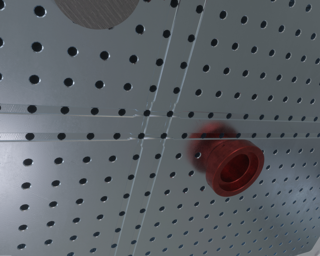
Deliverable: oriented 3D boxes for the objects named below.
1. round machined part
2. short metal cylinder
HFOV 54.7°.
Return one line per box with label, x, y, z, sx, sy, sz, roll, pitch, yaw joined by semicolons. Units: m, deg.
round machined part;0.116;0.060;0.501;0.099;0.042;0.097;-14;124;-21
short metal cylinder;-0.062;-0.135;0.278;0.081;0.050;0.079;-14;124;-21
